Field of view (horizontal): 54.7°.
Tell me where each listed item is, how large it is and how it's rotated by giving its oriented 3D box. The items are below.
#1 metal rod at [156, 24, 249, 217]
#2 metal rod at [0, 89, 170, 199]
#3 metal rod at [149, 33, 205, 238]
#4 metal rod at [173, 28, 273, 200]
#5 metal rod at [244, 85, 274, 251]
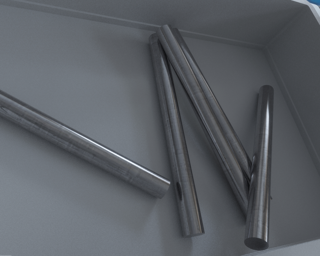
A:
[{"bbox_3d":[0.066,-0.013,0.431,0.025,0.025,0.299,-16,76,-34],"label":"metal rod"},{"bbox_3d":[-0.124,-0.001,0.339,0.301,0.025,0.025,29,52,-10],"label":"metal rod"},{"bbox_3d":[0.017,-0.010,0.419,0.025,0.025,0.299,5,60,-26],"label":"metal rod"},{"bbox_3d":[0.080,-0.027,0.464,0.025,0.025,0.299,-13,68,-34],"label":"metal rod"},{"bbox_3d":[0.145,0.029,0.438,0.025,0.025,0.301,32,43,-7],"label":"metal rod"}]
